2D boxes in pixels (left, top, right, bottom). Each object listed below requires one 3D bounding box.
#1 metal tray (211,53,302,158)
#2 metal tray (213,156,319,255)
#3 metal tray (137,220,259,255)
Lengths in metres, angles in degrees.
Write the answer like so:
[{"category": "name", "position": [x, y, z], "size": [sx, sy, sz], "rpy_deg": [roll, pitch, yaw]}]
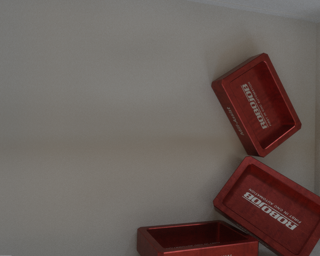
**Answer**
[{"category": "metal tray", "position": [0.145, -0.033, 0.460], "size": [0.090, 0.030, 0.130], "rpy_deg": [-34, 101, -17]}, {"category": "metal tray", "position": [0.150, 0.109, 0.419], "size": [0.130, 0.030, 0.090], "rpy_deg": [33, 75, 27]}, {"category": "metal tray", "position": [0.045, 0.149, 0.392], "size": [0.131, 0.090, 0.030], "rpy_deg": [2, 90, -20]}]
